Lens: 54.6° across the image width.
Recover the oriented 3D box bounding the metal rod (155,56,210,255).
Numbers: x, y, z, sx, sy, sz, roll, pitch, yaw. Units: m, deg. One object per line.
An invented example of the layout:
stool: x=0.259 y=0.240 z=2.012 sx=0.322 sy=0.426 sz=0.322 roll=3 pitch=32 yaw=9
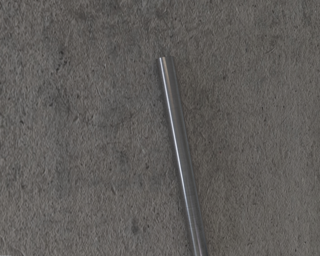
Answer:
metal rod: x=0.033 y=0.054 z=0.420 sx=0.025 sy=0.025 sz=0.298 roll=-12 pitch=94 yaw=-20
